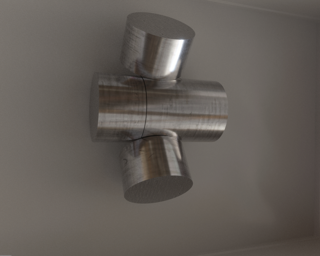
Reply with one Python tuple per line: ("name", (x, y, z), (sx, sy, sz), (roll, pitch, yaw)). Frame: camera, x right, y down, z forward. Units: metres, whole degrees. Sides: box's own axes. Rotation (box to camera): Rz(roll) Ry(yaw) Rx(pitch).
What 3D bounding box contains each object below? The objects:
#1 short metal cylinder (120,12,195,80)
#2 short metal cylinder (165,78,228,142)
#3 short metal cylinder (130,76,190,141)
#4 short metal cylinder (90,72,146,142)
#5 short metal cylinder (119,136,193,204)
("short metal cylinder", (-0.004, -0.099, 0.370), (0.081, 0.080, 0.050), (2, 127, -20))
("short metal cylinder", (0.044, -0.022, 0.396), (0.050, 0.080, 0.080), (1, 90, -20))
("short metal cylinder", (-0.004, -0.022, 0.378), (0.050, 0.080, 0.080), (1, 90, -20))
("short metal cylinder", (-0.052, -0.023, 0.361), (0.050, 0.080, 0.080), (1, 90, -20))
("short metal cylinder", (-0.006, 0.052, 0.370), (0.081, 0.080, 0.050), (0, 56, -20))
